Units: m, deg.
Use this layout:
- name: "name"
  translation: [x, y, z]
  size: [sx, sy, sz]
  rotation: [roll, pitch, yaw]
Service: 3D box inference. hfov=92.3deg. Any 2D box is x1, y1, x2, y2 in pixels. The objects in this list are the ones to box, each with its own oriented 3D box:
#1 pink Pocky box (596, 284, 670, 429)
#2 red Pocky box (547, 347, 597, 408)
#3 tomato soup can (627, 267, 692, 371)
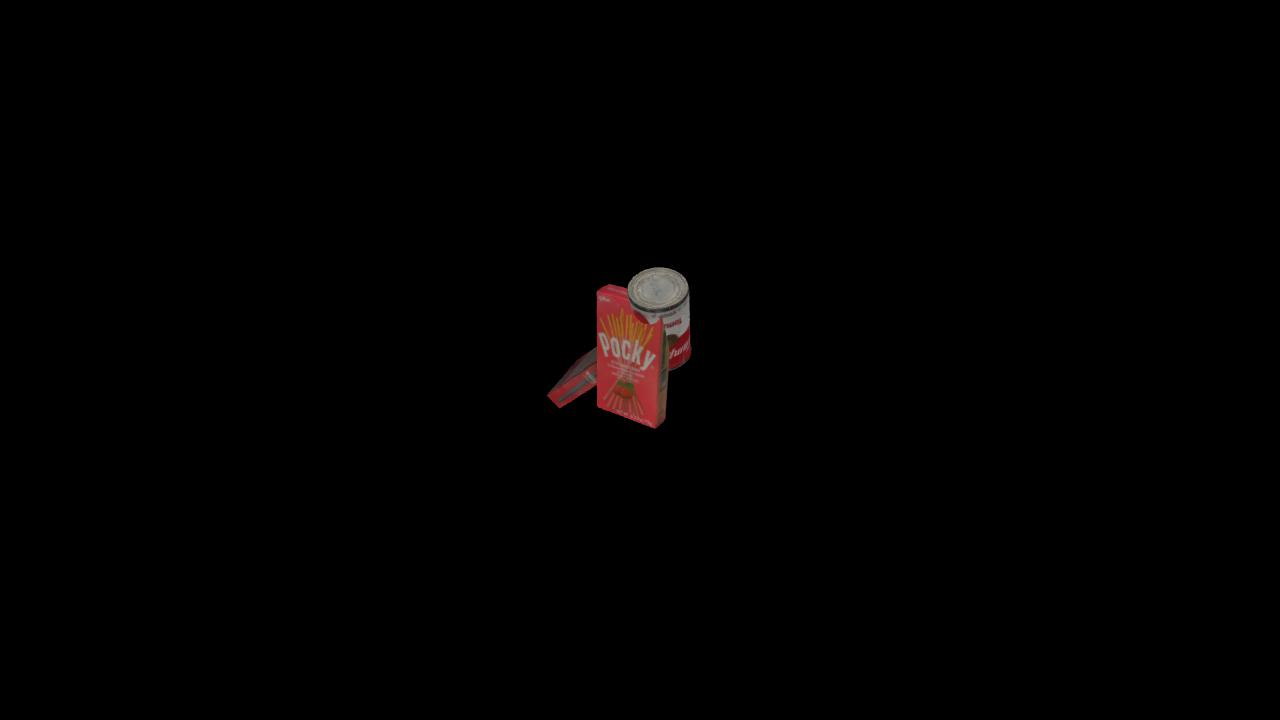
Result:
- name: "pink Pocky box"
  translation: [-0.009, -0.003, 0.694]
  size: [0.084, 0.155, 0.029]
  rotation: [18, 33, 25]
- name: "red Pocky box"
  translation: [-0.047, 0.002, 0.763]
  size: [0.155, 0.028, 0.083]
  rotation: [-32, 14, 42]
- name: "tomato soup can"
  translation: [0.023, -0.045, 0.685]
  size: [0.068, 0.068, 0.101]
  rotation: [0, -41, 6]
